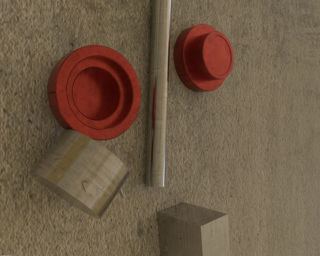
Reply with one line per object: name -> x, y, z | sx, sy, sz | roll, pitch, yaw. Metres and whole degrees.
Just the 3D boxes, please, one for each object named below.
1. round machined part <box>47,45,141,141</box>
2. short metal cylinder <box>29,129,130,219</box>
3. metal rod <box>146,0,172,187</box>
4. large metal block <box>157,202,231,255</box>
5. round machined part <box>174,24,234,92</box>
round machined part -> -0.072, -0.036, 0.333 | 0.099, 0.042, 0.097 | 0, 90, -40
short metal cylinder -> -0.077, 0.046, 0.304 | 0.080, 0.080, 0.050 | 48, 61, -29
metal rod -> -0.001, -0.075, 0.403 | 0.025, 0.025, 0.298 | 3, 88, -40
large metal block -> 0.043, 0.150, 0.406 | 0.050, 0.080, 0.079 | -8, 95, -40
round machined part -> 0.070, -0.103, 0.452 | 0.099, 0.042, 0.097 | 0, 90, -40
